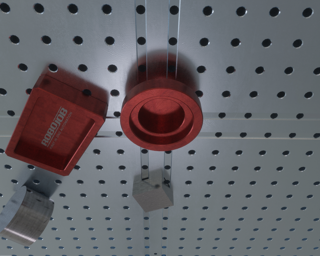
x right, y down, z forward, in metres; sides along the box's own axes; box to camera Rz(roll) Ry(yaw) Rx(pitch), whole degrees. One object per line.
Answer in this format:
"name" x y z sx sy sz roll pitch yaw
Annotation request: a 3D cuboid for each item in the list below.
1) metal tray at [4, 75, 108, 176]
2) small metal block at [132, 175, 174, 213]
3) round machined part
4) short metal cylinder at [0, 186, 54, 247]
"metal tray" -0.138 0.003 0.409 0.090 0.030 0.129 26 126 -21
"small metal block" -0.011 0.108 0.503 0.050 0.025 0.050 -18 128 14
"round machined part" 0.002 -0.020 0.383 0.099 0.042 0.097 0 130 0
"short metal cylinder" -0.215 0.139 0.492 0.080 0.080 0.050 -36 121 26
